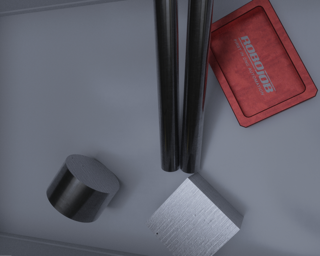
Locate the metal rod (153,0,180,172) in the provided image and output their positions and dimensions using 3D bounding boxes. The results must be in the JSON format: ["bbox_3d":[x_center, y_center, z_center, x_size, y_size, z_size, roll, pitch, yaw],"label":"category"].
[{"bbox_3d":[0.008,-0.080,0.336,0.025,0.025,0.298,8,120,19],"label":"metal rod"}]

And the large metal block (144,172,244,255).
[{"bbox_3d":[0.043,0.114,0.382,0.080,0.050,0.080,44,103,14],"label":"large metal block"}]

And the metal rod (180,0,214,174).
[{"bbox_3d":[0.039,-0.079,0.326,0.025,0.025,0.298,12,121,19],"label":"metal rod"}]

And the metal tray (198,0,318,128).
[{"bbox_3d":[0.112,-0.076,0.368,0.090,0.030,0.129,-27,82,17],"label":"metal tray"}]

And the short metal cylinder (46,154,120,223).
[{"bbox_3d":[-0.102,0.080,0.416,0.080,0.080,0.050,38,102,15],"label":"short metal cylinder"}]
